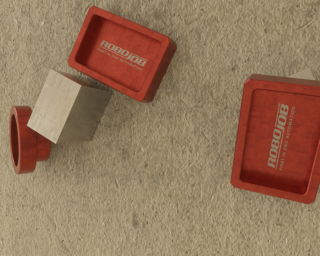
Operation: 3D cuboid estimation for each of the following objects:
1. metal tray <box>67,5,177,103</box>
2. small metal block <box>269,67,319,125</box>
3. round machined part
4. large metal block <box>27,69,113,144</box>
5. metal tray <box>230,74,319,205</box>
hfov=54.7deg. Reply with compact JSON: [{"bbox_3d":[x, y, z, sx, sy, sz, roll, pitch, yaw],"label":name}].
[{"bbox_3d":[-0.054,-0.101,0.425,0.130,0.030,0.090,28,99,17],"label":"metal tray"},{"bbox_3d":[0.155,-0.034,0.354,0.050,0.025,0.050,-24,82,18],"label":"small metal block"},{"bbox_3d":[-0.188,0.016,0.450,0.098,0.042,0.097,8,100,57],"label":"round machined part"},{"bbox_3d":[-0.119,-0.027,0.421,0.050,0.080,0.080,29,99,17],"label":"large metal block"},{"bbox_3d":[0.131,0.012,0.337,0.090,0.030,0.129,10,113,19],"label":"metal tray"}]
